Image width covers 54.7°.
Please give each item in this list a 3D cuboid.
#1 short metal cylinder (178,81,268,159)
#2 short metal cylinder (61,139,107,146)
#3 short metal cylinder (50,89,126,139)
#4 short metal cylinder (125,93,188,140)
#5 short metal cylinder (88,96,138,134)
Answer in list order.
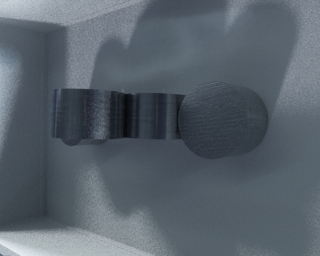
[{"bbox_3d":[0.067,-0.008,0.333,0.080,0.050,0.080,0,90,40],"label":"short metal cylinder"},{"bbox_3d":[-0.118,-0.013,0.486,0.080,0.050,0.080,0,90,40],"label":"short metal cylinder"},{"bbox_3d":[-0.080,-0.015,0.345,0.080,0.081,0.050,2,92,40],"label":"short metal cylinder"},{"bbox_3d":[-0.004,-0.014,0.372,0.080,0.081,0.050,2,92,40],"label":"short metal cylinder"},{"bbox_3d":[-0.066,-0.016,0.423,0.080,0.081,0.050,2,92,40],"label":"short metal cylinder"}]
